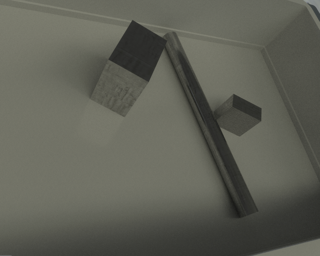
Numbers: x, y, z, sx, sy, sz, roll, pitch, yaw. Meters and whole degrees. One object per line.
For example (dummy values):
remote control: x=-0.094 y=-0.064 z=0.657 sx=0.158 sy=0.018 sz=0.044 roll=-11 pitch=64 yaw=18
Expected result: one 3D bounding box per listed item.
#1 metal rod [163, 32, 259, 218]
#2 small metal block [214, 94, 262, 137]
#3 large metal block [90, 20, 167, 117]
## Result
metal rod: x=0.066 y=-0.018 z=0.454 sx=0.025 sy=0.025 sz=0.299 roll=-8 pitch=66 yaw=-32
small metal block: x=0.115 y=-0.018 z=0.465 sx=0.050 sy=0.050 sz=0.025 roll=25 pitch=53 yaw=-14
large metal block: x=-0.040 y=-0.074 z=0.395 sx=0.050 sy=0.080 sz=0.080 roll=28 pitch=52 yaw=-11
